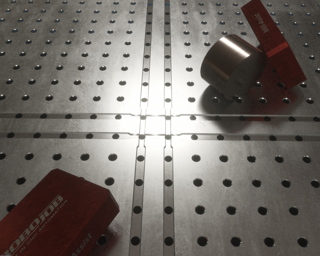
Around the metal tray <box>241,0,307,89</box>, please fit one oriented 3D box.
[{"bbox_3d":[0.174,-0.132,0.479,0.030,0.090,0.130,-30,46,24],"label":"metal tray"}]

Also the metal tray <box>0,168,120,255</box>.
[{"bbox_3d":[-0.113,0.105,0.297,0.090,0.030,0.130,13,49,34],"label":"metal tray"}]

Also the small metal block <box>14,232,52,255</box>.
[{"bbox_3d":[-0.114,0.137,0.291,0.050,0.025,0.050,37,59,26],"label":"small metal block"}]

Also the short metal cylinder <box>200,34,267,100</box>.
[{"bbox_3d":[0.105,-0.087,0.446,0.081,0.080,0.050,-29,56,-22],"label":"short metal cylinder"}]
